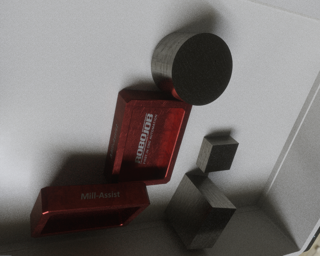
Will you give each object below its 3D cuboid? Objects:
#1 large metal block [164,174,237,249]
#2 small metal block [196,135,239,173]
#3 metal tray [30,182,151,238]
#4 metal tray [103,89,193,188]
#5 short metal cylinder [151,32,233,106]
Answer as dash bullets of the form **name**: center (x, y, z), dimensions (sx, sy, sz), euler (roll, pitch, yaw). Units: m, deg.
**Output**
- **large metal block**: center (0.061, 0.130, 0.489), dimensions (0.050, 0.080, 0.079), euler (13, 112, -34)
- **small metal block**: center (0.089, 0.040, 0.485), dimensions (0.050, 0.025, 0.050), euler (-3, 120, -28)
- **metal tray**: center (-0.090, 0.104, 0.397), dimensions (0.131, 0.030, 0.089), euler (3, 144, -30)
- **metal tray**: center (-0.018, 0.017, 0.407), dimensions (0.091, 0.030, 0.129), euler (0, 119, -29)
- **short metal cylinder**: center (0.037, -0.070, 0.361), dimensions (0.081, 0.050, 0.079), euler (-10, 111, -26)
